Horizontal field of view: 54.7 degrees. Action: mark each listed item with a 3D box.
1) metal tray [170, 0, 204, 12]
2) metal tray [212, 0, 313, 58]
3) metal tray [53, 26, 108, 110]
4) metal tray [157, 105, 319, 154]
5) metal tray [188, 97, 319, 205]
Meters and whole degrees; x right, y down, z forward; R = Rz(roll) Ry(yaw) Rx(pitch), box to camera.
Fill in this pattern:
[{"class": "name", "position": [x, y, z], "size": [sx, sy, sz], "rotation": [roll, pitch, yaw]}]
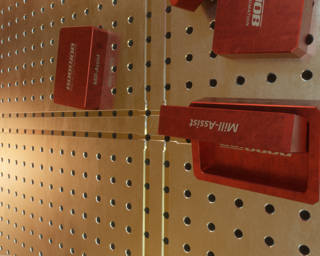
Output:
[{"class": "metal tray", "position": [0.035, -0.212, 0.349], "size": [0.090, 0.030, 0.130], "rotation": [-40, 56, 47]}, {"class": "metal tray", "position": [0.107, -0.139, 0.317], "size": [0.090, 0.030, 0.129], "rotation": [10, 96, 39]}, {"class": "metal tray", "position": [-0.134, -0.099, 0.514], "size": [0.090, 0.030, 0.129], "rotation": [13, 98, 39]}, {"class": "metal tray", "position": [0.074, 0.000, 0.303], "size": [0.130, 0.091, 0.030], "rotation": [7, 92, 39]}, {"class": "metal tray", "position": [0.094, 0.017, 0.312], "size": [0.130, 0.030, 0.089], "rotation": [6, 108, 38]}]
